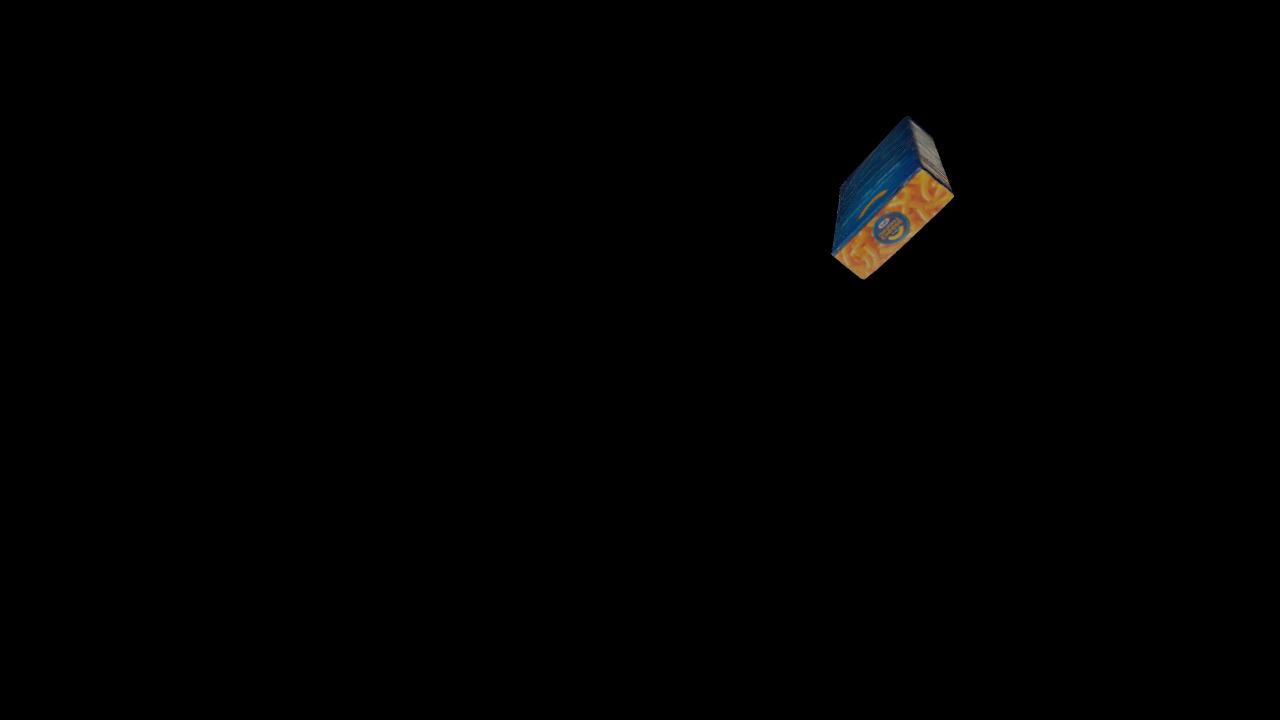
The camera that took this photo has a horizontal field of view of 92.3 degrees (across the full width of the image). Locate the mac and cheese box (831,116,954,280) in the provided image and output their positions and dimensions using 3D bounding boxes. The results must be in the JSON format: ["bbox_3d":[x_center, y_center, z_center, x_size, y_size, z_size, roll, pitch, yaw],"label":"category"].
[{"bbox_3d":[0.217,-0.149,0.541,0.093,0.041,0.184,-48,8,37],"label":"mac and cheese box"}]
